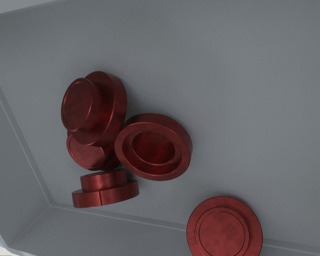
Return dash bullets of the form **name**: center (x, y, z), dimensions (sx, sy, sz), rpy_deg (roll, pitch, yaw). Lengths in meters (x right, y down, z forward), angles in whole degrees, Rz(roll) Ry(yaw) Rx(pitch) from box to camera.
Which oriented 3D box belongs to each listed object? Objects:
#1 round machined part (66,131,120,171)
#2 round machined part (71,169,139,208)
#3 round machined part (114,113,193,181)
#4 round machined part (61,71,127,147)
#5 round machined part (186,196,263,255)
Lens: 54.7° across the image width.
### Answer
- **round machined part**: center (-0.100, 0.026, 0.467), dimensions (0.098, 0.042, 0.097), rpy_deg (13, 124, 21)
- **round machined part**: center (-0.083, 0.087, 0.467), dimensions (0.098, 0.099, 0.042), rpy_deg (-12, 86, 33)
- **round machined part**: center (-0.006, 0.020, 0.405), dimensions (0.098, 0.042, 0.097), rpy_deg (8, 128, 10)
- **round machined part**: center (-0.090, -0.026, 0.395), dimensions (0.098, 0.042, 0.098), rpy_deg (-11, 73, 41)
- **round machined part**: center (0.082, 0.138, 0.403), dimensions (0.098, 0.098, 0.042), rpy_deg (13, 167, 20)
